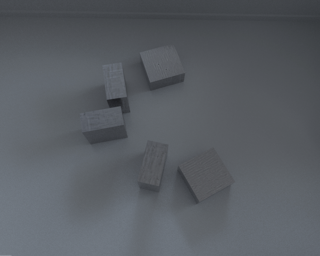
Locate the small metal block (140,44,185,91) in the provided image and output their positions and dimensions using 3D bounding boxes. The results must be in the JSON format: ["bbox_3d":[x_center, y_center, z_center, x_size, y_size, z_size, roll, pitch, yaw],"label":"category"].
[{"bbox_3d":[0.003,-0.087,0.441,0.050,0.025,0.050,-17,71,-7],"label":"small metal block"}]

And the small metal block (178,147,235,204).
[{"bbox_3d":[0.057,0.060,0.389,0.050,0.025,0.050,-27,73,-10],"label":"small metal block"}]

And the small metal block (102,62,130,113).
[{"bbox_3d":[-0.058,-0.051,0.414,0.025,0.050,0.050,-9,71,-4],"label":"small metal block"}]

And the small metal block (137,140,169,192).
[{"bbox_3d":[-0.008,0.048,0.379,0.025,0.050,0.050,12,71,4],"label":"small metal block"}]

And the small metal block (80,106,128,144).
[{"bbox_3d":[-0.070,-0.002,0.396,0.050,0.050,0.025,-11,71,-4],"label":"small metal block"}]
